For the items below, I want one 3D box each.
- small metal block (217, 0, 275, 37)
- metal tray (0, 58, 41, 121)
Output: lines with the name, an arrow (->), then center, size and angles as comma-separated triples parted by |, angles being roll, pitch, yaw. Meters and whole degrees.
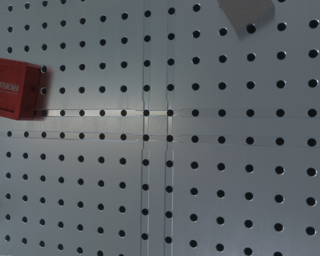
small metal block -> 0.103, -0.149, 0.376 | 0.050, 0.025, 0.050 | -30, 80, 17
metal tray -> -0.261, -0.067, 0.502 | 0.130, 0.030, 0.089 | 12, 94, 19
